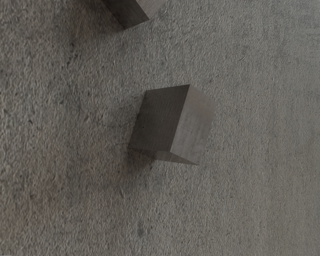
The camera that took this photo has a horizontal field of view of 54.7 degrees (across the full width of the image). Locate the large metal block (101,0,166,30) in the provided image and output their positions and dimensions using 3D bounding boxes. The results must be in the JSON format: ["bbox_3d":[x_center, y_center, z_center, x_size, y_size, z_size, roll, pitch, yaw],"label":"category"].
[{"bbox_3d":[-0.031,-0.177,0.362,0.080,0.050,0.080,48,61,-29],"label":"large metal block"}]

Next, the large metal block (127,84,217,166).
[{"bbox_3d":[0.014,-0.003,0.380,0.050,0.080,0.080,28,73,-37],"label":"large metal block"}]
